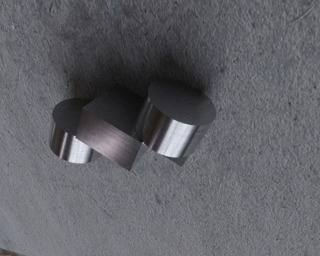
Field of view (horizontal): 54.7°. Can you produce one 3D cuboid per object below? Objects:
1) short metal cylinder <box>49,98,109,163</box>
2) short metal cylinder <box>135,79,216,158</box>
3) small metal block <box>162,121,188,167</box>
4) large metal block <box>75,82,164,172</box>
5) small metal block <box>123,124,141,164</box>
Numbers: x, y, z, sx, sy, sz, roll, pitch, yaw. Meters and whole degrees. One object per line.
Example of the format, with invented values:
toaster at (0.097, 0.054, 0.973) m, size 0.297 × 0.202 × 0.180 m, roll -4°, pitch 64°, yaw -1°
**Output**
short metal cylinder at (-0.111, 0.003, 0.433) m, size 0.080 × 0.080 × 0.050 m, roll 31°, pitch 128°, yaw 8°
short metal cylinder at (0.017, -0.013, 0.356) m, size 0.080 × 0.080 × 0.050 m, roll 31°, pitch 128°, yaw 8°
small metal block at (0.021, 0.015, 0.407) m, size 0.050 × 0.025 × 0.050 m, roll 31°, pitch 128°, yaw 8°
large metal block at (-0.046, -0.004, 0.395) m, size 0.080 × 0.080 × 0.050 m, roll 31°, pitch 128°, yaw 8°
small metal block at (-0.047, 0.021, 0.447) m, size 0.050 × 0.025 × 0.050 m, roll 31°, pitch 128°, yaw 8°
